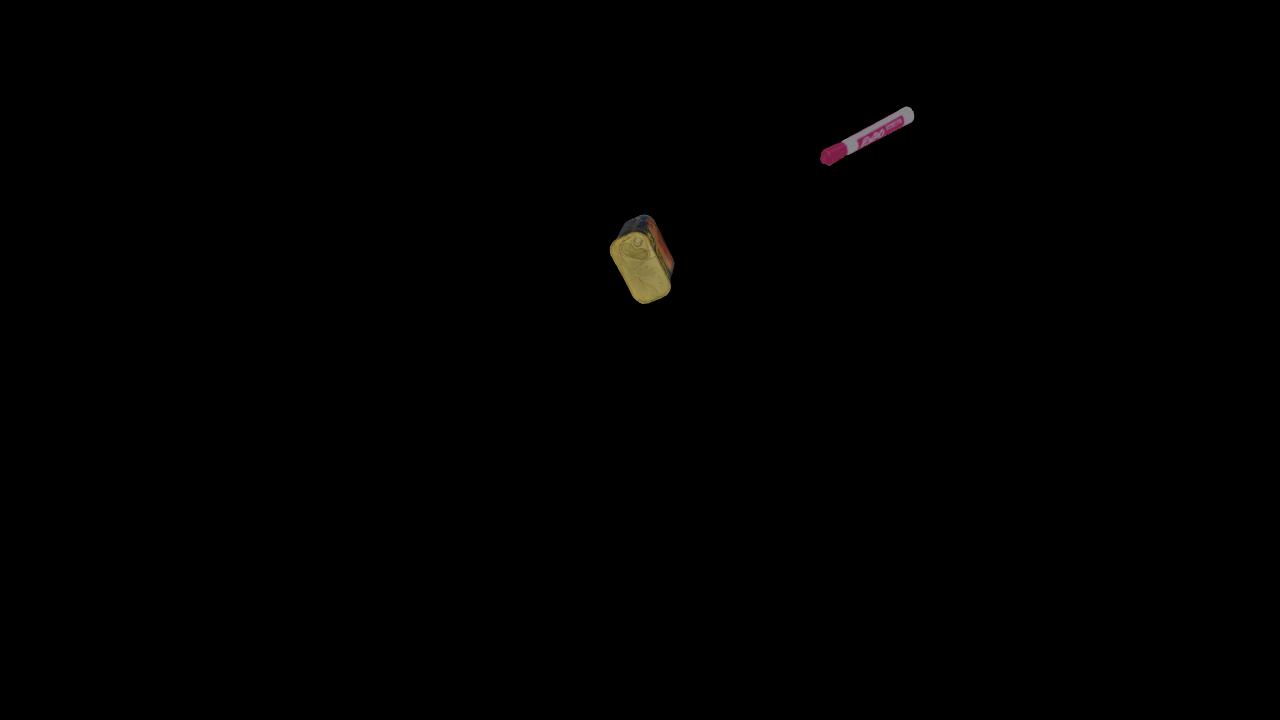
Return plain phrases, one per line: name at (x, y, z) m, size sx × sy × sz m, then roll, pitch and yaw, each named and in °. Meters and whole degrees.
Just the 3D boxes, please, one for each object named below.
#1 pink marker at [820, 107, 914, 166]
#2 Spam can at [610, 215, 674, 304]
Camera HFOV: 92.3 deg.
pink marker at (0.250, -0.247, 0.679) m, size 0.121 × 0.020 × 0.020 m, roll -29°, pitch 6°, yaw -11°
Spam can at (0.006, -0.144, 0.864) m, size 0.058 × 0.101 × 0.085 m, roll -19°, pitch 25°, yaw 19°
